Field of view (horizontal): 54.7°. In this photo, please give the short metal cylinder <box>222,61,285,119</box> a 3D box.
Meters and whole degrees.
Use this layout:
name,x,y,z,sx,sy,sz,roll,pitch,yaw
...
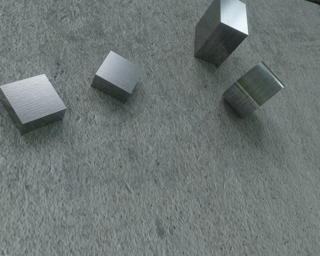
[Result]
name,x,y,z,sx,sy,sz,roll,pitch,yaw
short metal cylinder,0.144,-0.057,0.481,0.081,0.080,0.050,-33,81,-38

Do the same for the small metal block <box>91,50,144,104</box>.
name,x,y,z,sx,sy,sz,roll,pitch,yaw
small metal block,-0.057,-0.068,0.415,0.050,0.025,0.050,29,52,-10

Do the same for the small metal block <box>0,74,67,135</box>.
name,x,y,z,sx,sy,sz,roll,pitch,yaw
small metal block,-0.141,-0.027,0.344,0.050,0.025,0.050,-27,77,-37

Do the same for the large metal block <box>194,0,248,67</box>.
name,x,y,z,sx,sy,sz,roll,pitch,yaw
large metal block,0.101,-0.166,0.524,0.050,0.080,0.080,19,55,-18
